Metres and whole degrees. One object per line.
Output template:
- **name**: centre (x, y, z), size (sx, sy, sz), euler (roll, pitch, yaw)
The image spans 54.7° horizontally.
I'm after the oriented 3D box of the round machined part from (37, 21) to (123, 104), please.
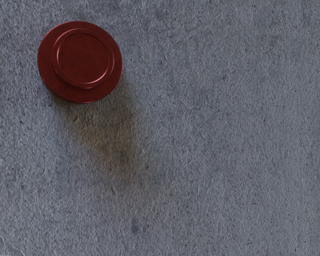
- **round machined part**: centre (-0.092, -0.078, 0.366), size (0.099, 0.042, 0.097), euler (0, 90, -20)
